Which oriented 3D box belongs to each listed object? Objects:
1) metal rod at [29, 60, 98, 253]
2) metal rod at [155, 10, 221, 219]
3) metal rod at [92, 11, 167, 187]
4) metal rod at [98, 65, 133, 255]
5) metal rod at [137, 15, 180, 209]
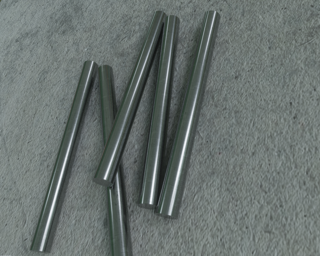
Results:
[{"bbox_3d":[-0.134,0.024,0.457,0.025,0.025,0.299,-7,58,24],"label":"metal rod"},{"bbox_3d":[0.043,-0.035,0.401,0.025,0.025,0.300,1,62,28],"label":"metal rod"},{"bbox_3d":[-0.033,-0.061,0.439,0.025,0.025,0.300,-2,55,27],"label":"metal rod"},{"bbox_3d":[-0.065,0.026,0.420,0.025,0.025,0.299,-22,54,15],"label":"metal rod"},{"bbox_3d":[0.003,-0.041,0.425,0.025,0.025,0.299,-7,59,24],"label":"metal rod"}]
